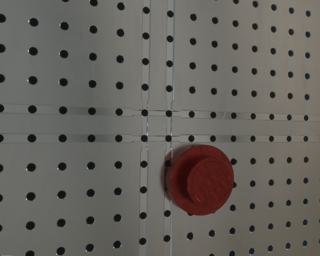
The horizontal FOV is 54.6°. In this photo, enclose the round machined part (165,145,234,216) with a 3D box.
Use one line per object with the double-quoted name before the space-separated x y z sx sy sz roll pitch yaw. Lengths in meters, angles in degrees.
"round machined part" 0.060 0.072 0.426 0.099 0.042 0.097 0 90 -20
